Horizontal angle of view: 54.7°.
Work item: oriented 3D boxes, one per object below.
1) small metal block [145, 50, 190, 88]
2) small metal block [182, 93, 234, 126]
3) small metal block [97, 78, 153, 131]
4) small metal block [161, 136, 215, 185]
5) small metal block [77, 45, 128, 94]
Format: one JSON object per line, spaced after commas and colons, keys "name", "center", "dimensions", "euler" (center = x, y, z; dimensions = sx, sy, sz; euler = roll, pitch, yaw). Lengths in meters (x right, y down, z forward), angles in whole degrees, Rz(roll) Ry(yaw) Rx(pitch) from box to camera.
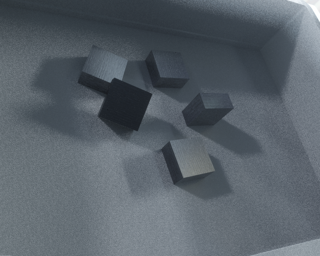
{"name": "small metal block", "center": [0.011, -0.088, 0.467], "dimensions": [0.050, 0.025, 0.050], "euler": [-2, 63, -30]}
{"name": "small metal block", "center": [0.068, -0.026, 0.444], "dimensions": [0.050, 0.050, 0.025], "euler": [-3, 63, -30]}
{"name": "small metal block", "center": [-0.044, -0.029, 0.386], "dimensions": [0.050, 0.025, 0.050], "euler": [22, 87, -16]}
{"name": "small metal block", "center": [0.036, 0.041, 0.402], "dimensions": [0.050, 0.025, 0.050], "euler": [-6, 65, -31]}
{"name": "small metal block", "center": [-0.075, -0.076, 0.412], "dimensions": [0.050, 0.025, 0.050], "euler": [22, 54, -16]}
